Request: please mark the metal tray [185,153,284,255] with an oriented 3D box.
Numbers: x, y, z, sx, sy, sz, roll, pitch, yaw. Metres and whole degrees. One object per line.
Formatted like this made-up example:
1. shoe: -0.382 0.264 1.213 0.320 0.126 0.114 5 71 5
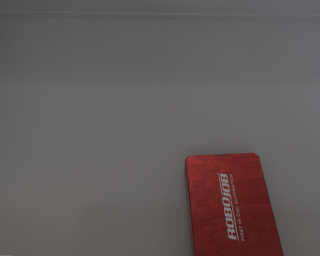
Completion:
1. metal tray: 0.079 0.094 0.357 0.090 0.030 0.130 -2 56 -1
